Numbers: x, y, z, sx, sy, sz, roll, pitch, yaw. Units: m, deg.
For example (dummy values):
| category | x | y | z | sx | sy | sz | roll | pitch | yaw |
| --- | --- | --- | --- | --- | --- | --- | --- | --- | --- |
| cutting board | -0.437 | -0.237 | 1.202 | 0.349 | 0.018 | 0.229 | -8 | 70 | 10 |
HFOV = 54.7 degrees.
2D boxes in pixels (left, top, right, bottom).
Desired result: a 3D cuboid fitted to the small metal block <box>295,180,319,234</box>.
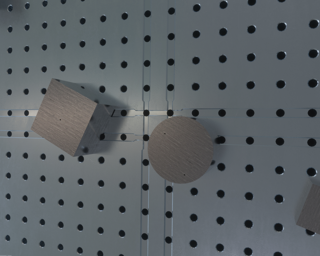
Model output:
| category | x | y | z | sx | sy | sz | roll | pitch | yaw |
| --- | --- | --- | --- | --- | --- | --- | --- | --- | --- |
| small metal block | 0.186 | 0.093 | 0.347 | 0.050 | 0.025 | 0.050 | 21 | 97 | 18 |

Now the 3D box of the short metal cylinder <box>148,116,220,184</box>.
| category | x | y | z | sx | sy | sz | roll | pitch | yaw |
| --- | --- | --- | --- | --- | --- | --- | --- | --- | --- |
| short metal cylinder | 0.031 | 0.026 | 0.388 | 0.080 | 0.050 | 0.080 | 0 | 90 | 20 |

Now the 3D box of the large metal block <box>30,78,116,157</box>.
| category | x | y | z | sx | sy | sz | roll | pitch | yaw |
| --- | --- | --- | --- | --- | --- | --- | --- | --- | --- |
| large metal block | -0.123 | -0.015 | 0.443 | 0.080 | 0.050 | 0.080 | 29 | 99 | 17 |
